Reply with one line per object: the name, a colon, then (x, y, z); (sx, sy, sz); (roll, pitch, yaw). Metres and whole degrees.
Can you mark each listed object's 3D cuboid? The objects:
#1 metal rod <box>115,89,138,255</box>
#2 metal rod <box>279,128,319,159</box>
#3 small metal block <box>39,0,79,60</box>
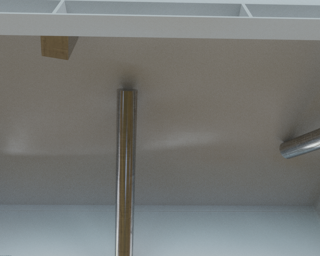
metal rod: (-0.046, 0.098, 0.408); (0.025, 0.025, 0.298); (2, 104, -2)
metal rod: (0.234, -0.015, 0.311); (0.025, 0.025, 0.299); (18, 156, -15)
small metal block: (-0.097, -0.103, 0.304); (0.025, 0.050, 0.050); (8, 130, -7)
